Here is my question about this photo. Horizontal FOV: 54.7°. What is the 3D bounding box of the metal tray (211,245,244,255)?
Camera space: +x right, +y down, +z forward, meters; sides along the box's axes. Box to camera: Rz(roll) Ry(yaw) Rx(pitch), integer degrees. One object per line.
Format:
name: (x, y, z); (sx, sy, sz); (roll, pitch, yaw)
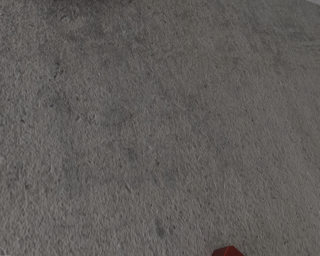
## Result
metal tray: (0.072, 0.202, 0.315); (0.090, 0.030, 0.131); (42, 51, 0)
